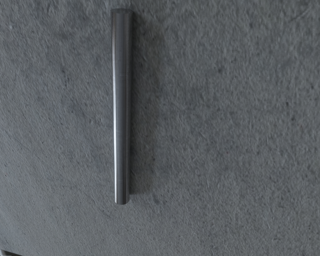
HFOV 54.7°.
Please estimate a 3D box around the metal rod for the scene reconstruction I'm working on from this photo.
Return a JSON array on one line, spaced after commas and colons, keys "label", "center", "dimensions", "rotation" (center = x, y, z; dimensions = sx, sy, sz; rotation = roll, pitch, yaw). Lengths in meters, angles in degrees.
[{"label": "metal rod", "center": [-0.053, -0.007, 0.428], "dimensions": [0.025, 0.025, 0.298], "rotation": [17, 125, 18]}]
